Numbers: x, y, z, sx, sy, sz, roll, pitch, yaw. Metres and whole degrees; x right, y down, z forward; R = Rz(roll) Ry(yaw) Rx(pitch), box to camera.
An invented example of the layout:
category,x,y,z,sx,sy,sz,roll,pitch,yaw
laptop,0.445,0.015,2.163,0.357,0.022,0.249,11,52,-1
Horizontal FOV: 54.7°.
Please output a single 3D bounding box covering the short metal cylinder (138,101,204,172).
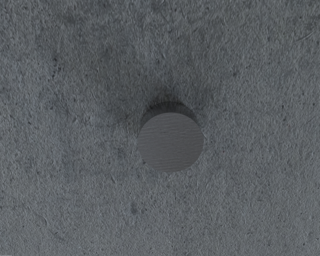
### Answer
category,x,y,z,sx,sy,sz,roll,pitch,yaw
short metal cylinder,0.013,0.010,0.402,0.081,0.050,0.079,0,110,-1
